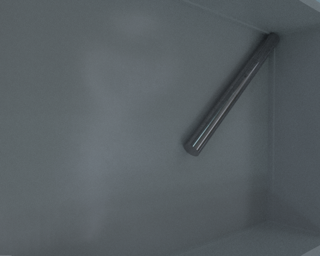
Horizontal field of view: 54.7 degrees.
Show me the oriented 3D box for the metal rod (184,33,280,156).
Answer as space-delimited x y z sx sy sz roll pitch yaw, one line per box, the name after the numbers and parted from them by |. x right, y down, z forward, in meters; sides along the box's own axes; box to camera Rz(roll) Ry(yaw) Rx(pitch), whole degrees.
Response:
0.130 -0.069 0.518 0.301 0.025 0.025 -50 120 -28 | metal rod
